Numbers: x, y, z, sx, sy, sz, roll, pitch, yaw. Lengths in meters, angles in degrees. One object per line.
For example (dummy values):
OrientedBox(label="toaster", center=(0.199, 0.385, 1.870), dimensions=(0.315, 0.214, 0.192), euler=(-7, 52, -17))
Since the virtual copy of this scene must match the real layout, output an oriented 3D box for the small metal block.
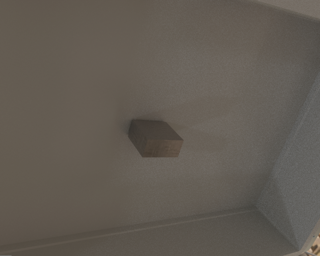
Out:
OrientedBox(label="small metal block", center=(-0.006, 0.013, 0.394), dimensions=(0.050, 0.050, 0.025), euler=(3, 117, -30))
